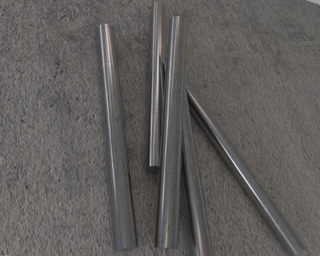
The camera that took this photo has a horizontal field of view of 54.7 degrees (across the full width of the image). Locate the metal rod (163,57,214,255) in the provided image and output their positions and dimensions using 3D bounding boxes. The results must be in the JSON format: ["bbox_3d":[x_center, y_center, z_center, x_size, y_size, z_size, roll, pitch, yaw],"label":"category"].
[{"bbox_3d":[0.034,0.038,0.384,0.025,0.025,0.299,5,64,-26],"label":"metal rod"}]

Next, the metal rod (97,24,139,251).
[{"bbox_3d":[-0.056,-0.010,0.378,0.025,0.025,0.299,5,60,-26],"label":"metal rod"}]

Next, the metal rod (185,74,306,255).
[{"bbox_3d":[0.099,0.036,0.434,0.025,0.025,0.299,-24,75,-36],"label":"metal rod"}]

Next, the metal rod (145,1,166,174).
[{"bbox_3d":[-0.004,-0.077,0.448,0.025,0.025,0.299,14,56,-21],"label":"metal rod"}]

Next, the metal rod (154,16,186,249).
[{"bbox_3d":[0.016,-0.013,0.378,0.025,0.025,0.299,14,64,-21],"label":"metal rod"}]
